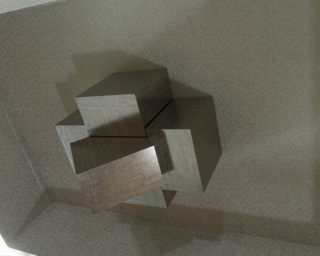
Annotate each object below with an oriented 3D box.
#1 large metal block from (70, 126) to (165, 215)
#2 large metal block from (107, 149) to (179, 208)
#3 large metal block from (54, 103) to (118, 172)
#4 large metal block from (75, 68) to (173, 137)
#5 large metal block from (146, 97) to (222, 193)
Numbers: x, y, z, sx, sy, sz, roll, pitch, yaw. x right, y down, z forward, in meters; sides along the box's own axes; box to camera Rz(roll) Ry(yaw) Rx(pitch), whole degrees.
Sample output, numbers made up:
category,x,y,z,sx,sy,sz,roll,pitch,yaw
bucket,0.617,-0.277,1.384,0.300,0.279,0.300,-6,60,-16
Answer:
category,x,y,z,sx,sy,sz,roll,pitch,yaw
large metal block,-0.051,0.040,0.350,0.081,0.080,0.050,-20,115,-12
large metal block,-0.015,0.057,0.415,0.080,0.080,0.050,0,118,28
large metal block,-0.084,0.013,0.425,0.050,0.080,0.080,0,119,28
large metal block,-0.039,-0.032,0.372,0.080,0.080,0.050,0,118,28
large metal block,0.033,0.017,0.362,0.050,0.080,0.080,0,118,28
